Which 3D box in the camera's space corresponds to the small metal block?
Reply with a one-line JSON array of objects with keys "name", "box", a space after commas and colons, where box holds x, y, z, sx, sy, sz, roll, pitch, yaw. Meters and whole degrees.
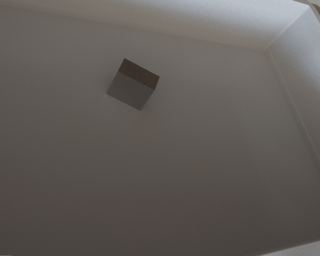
[{"name": "small metal block", "box": [-0.036, -0.055, 0.404, 0.050, 0.050, 0.025, 26, 53, -12]}]
